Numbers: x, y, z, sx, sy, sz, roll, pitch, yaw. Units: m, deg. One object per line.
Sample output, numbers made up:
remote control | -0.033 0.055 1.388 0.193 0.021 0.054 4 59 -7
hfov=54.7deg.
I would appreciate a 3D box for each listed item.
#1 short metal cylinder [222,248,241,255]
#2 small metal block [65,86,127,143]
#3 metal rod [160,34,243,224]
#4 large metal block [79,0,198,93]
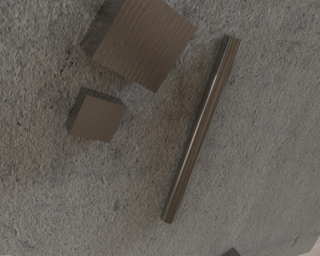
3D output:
short metal cylinder | 0.160 0.299 0.647 0.050 0.080 0.080 -35 129 -5
small metal block | -0.074 -0.014 0.358 0.050 0.025 0.050 16 110 -35
metal rod | 0.053 0.017 0.448 0.025 0.025 0.298 2 117 -30
large metal block | -0.023 -0.095 0.321 0.080 0.050 0.080 24 105 -37
